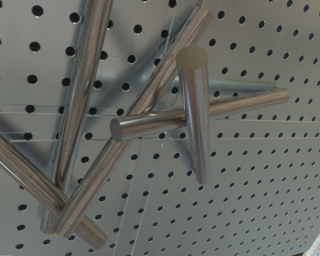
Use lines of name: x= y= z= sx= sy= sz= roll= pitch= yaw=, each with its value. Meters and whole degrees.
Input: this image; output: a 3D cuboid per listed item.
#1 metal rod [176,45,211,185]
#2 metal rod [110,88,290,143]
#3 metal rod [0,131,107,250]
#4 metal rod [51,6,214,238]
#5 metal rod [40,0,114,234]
metal rod: x=0.048 y=0.013 z=0.373 sx=0.025 sy=0.025 sz=0.299 roll=-33 pitch=152 yaw=-7
metal rod: x=0.075 y=-0.024 z=0.401 sx=0.303 sy=0.025 sz=0.025 roll=-13 pitch=125 yaw=-36
metal rod: x=-0.149 y=0.045 z=0.334 sx=0.025 sy=0.025 sz=0.299 roll=-36 pitch=122 yaw=-5
metal rod: x=-0.030 y=-0.008 z=0.355 sx=0.025 sy=0.025 sz=0.299 roll=34 pitch=88 yaw=-39
metal rod: x=-0.102 y=0.002 z=0.357 sx=0.025 sy=0.025 sz=0.298 roll=5 pitch=116 yaw=-31
